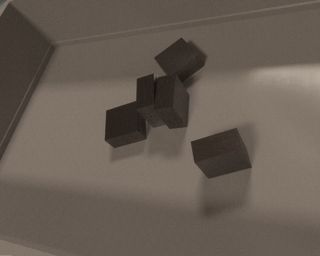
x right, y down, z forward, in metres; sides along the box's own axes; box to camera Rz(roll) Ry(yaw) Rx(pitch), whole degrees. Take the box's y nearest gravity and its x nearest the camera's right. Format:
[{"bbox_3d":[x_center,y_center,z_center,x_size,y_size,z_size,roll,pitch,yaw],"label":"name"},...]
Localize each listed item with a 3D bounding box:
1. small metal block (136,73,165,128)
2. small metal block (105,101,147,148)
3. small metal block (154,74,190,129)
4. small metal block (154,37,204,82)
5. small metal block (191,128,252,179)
[{"bbox_3d":[-0.009,-0.036,0.415,0.025,0.050,0.050,-14,56,20],"label":"small metal block"},{"bbox_3d":[-0.048,-0.005,0.432,0.050,0.025,0.050,-16,55,18],"label":"small metal block"},{"bbox_3d":[0.017,-0.033,0.400,0.025,0.050,0.050,-7,59,24],"label":"small metal block"},{"bbox_3d":[0.027,-0.096,0.449,0.050,0.025,0.050,-36,51,4],"label":"small metal block"},{"bbox_3d":[0.067,0.029,0.336,0.050,0.050,0.025,-18,55,17],"label":"small metal block"}]
